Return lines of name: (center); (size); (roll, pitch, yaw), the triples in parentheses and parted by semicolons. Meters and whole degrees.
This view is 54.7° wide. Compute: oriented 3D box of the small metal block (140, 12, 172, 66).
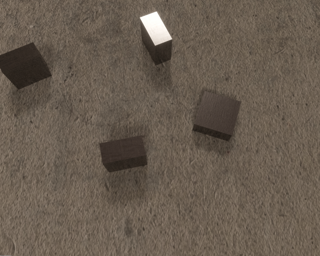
small metal block: (-0.006, -0.126, 0.441); (0.025, 0.050, 0.050); (-24, 72, -8)

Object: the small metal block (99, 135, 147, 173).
small metal block: (-0.044, 0.033, 0.382); (0.050, 0.050, 0.025); (-11, 71, -4)

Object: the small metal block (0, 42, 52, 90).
small metal block: (-0.184, -0.084, 0.423); (0.050, 0.050, 0.025); (-26, 72, -9)

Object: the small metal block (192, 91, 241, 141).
small metal block: (0.076, -0.016, 0.415); (0.050, 0.025, 0.050); (17, 71, 6)
